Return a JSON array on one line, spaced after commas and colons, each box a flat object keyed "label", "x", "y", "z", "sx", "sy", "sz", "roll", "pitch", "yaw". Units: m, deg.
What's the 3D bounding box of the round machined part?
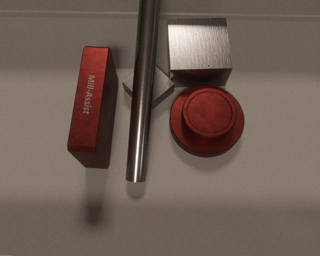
[{"label": "round machined part", "x": 0.062, "y": -0.014, "z": 0.406, "sx": 0.099, "sy": 0.042, "sz": 0.098, "roll": 0, "pitch": 70, "yaw": -1}]

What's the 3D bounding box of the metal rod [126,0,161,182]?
[{"label": "metal rod", "x": -0.018, "y": -0.083, "z": 0.374, "sx": 0.025, "sy": 0.025, "sz": 0.298, "roll": 5, "pitch": 95, "yaw": 1}]

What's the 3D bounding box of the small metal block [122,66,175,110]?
[{"label": "small metal block", "x": -0.016, "y": -0.057, "z": 0.430, "sx": 0.050, "sy": 0.025, "sz": 0.050, "roll": -41, "pitch": 75, "yaw": -14}]

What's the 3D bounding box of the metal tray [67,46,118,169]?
[{"label": "metal tray", "x": -0.078, "y": -0.022, "z": 0.382, "sx": 0.030, "sy": 0.090, "sz": 0.130, "roll": 3, "pitch": 70, "yaw": 1}]

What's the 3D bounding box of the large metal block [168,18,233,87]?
[{"label": "large metal block", "x": 0.052, "y": -0.105, "z": 0.435, "sx": 0.081, "sy": 0.050, "sz": 0.080, "roll": -2, "pitch": 70, "yaw": -1}]
